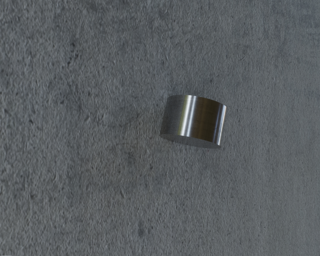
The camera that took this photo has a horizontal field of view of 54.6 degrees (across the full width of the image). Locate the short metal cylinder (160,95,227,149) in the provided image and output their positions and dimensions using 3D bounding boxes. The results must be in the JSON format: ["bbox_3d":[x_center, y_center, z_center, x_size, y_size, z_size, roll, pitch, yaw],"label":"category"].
[{"bbox_3d":[0.044,-0.006,0.404,0.080,0.080,0.050,19,78,-38],"label":"short metal cylinder"}]
